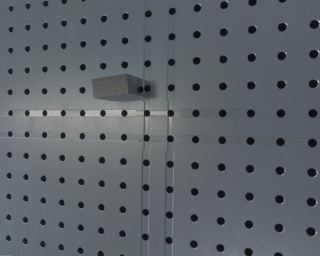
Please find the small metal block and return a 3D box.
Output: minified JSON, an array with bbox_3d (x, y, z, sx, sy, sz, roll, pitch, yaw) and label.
[{"bbox_3d":[-0.056,-0.054,0.419,0.050,0.050,0.025,-6,88,20],"label":"small metal block"}]
